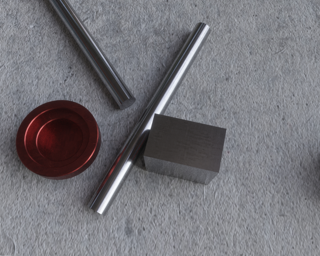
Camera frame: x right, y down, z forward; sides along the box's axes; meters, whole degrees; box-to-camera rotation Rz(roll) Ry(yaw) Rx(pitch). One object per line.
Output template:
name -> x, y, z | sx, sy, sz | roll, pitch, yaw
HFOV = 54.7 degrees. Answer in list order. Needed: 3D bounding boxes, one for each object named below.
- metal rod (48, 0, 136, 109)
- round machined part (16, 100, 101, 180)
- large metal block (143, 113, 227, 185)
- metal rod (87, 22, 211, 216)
metal rod -> -0.125, -0.151, 0.461 | 0.025, 0.025, 0.299 | -32, 73, -11
round machined part -> -0.124, 0.017, 0.391 | 0.099, 0.042, 0.098 | 0, 70, -1
large metal block -> 0.027, 0.028, 0.369 | 0.080, 0.080, 0.050 | 12, 71, 4
metal rod -> -0.006, -0.025, 0.416 | 0.025, 0.025, 0.300 | 27, 72, 9
